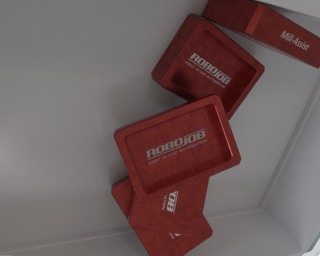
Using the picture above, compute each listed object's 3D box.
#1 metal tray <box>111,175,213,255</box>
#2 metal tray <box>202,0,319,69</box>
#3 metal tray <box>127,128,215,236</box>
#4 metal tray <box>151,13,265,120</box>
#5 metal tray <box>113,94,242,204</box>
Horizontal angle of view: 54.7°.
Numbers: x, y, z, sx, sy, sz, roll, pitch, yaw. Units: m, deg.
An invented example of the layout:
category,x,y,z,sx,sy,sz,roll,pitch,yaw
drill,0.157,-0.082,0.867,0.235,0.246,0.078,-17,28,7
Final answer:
category,x,y,z,sx,sy,sz,roll,pitch,yaw
metal tray,0.002,0.114,0.431,0.090,0.030,0.130,-31,93,-10
metal tray,0.125,-0.114,0.363,0.131,0.090,0.030,11,113,-33
metal tray,0.015,0.066,0.401,0.091,0.030,0.129,11,88,-10
metal tray,0.065,-0.071,0.396,0.131,0.030,0.090,24,105,-37
metal tray,0.021,0.022,0.368,0.131,0.030,0.090,-21,97,-9
